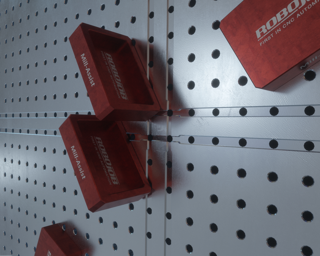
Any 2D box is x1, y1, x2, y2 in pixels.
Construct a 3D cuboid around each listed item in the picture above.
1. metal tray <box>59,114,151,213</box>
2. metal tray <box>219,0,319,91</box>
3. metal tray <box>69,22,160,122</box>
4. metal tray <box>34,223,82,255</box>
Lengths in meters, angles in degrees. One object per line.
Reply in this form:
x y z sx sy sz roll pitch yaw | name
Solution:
-0.075 0.043 0.430 0.030 0.091 0.130 -40 66 33 | metal tray
0.132 -0.107 0.298 0.130 0.030 0.090 -37 67 33 | metal tray
-0.060 -0.073 0.417 0.030 0.091 0.130 -35 68 35 | metal tray
-0.196 0.256 0.570 0.090 0.030 0.129 31 109 36 | metal tray
